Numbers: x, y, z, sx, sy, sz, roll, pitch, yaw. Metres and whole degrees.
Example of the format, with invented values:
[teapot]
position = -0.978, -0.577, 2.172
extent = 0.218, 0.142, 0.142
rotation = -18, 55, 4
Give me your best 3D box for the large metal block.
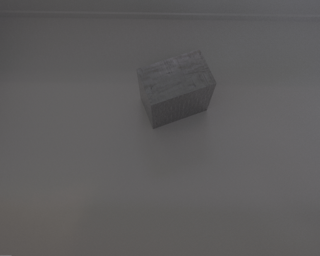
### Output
[large metal block]
position = 0.019, -0.047, 0.398
extent = 0.080, 0.080, 0.050
rotation = -20, 71, -7
